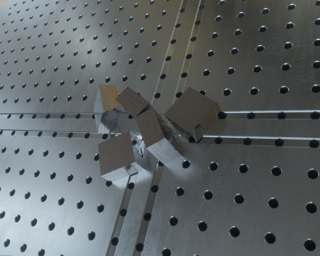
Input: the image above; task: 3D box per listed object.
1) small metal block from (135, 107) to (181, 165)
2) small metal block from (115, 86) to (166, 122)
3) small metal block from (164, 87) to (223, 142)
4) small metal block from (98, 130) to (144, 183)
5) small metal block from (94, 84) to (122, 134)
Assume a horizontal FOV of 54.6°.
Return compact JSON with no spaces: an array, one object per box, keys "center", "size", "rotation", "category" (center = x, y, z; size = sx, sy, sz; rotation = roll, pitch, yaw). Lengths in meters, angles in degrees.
[{"center":[-0.002,0.011,0.388],"size":[0.025,0.050,0.050],"rotation":[-30,52,9],"category":"small metal block"},{"center":[-0.026,-0.023,0.421],"size":[0.025,0.050,0.050],"rotation":[-47,51,-4],"category":"small metal block"},{"center":[0.042,-0.018,0.398],"size":[0.050,0.025,0.050],"rotation":[-48,51,-6],"category":"small metal block"},{"center":[-0.053,0.038,0.414],"size":[0.050,0.025,0.050],"rotation":[-24,53,14],"category":"small metal block"},{"center":[-0.077,-0.027,0.448],"size":[0.025,0.050,0.050],"rotation":[1,50,-22],"category":"small metal block"}]
